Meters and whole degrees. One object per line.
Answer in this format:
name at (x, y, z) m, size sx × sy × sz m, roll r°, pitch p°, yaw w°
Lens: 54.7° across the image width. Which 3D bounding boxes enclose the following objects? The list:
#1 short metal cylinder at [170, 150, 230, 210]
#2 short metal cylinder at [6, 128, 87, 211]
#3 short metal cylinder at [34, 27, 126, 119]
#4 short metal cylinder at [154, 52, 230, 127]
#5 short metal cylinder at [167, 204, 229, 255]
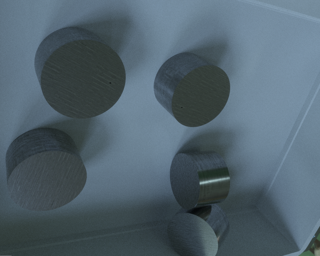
short metal cylinder at (0.056, 0.074, 0.452) m, size 0.050 × 0.080 × 0.079 m, roll -3°, pitch 120°, yaw -27°
short metal cylinder at (-0.129, 0.046, 0.351) m, size 0.081 × 0.050 × 0.079 m, roll -14°, pitch 125°, yaw -21°
short metal cylinder at (-0.081, -0.056, 0.314) m, size 0.081 × 0.050 × 0.079 m, roll -14°, pitch 125°, yaw -21°
short metal cylinder at (0.039, -0.048, 0.386) m, size 0.081 × 0.050 × 0.079 m, roll -14°, pitch 125°, yaw -21°
short metal cylinder at (0.058, 0.153, 0.470) m, size 0.050 × 0.080 × 0.079 m, roll -27°, pitch 138°, yaw -56°
